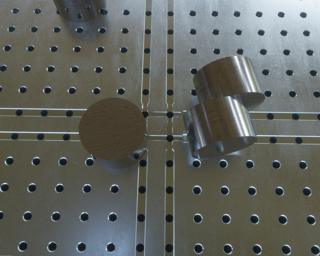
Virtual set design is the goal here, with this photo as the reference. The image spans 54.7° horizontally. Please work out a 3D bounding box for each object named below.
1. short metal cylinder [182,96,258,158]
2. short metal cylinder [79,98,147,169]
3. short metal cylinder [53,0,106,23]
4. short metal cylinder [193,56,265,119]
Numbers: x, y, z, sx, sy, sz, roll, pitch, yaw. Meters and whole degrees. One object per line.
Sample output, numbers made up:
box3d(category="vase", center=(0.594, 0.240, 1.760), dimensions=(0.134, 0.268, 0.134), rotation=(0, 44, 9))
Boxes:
box3d(category="short metal cylinder", center=(0.073, 0.001, 0.382), dimensions=(0.081, 0.080, 0.050), rotation=(-11, 71, -4))
box3d(category="short metal cylinder", center=(-0.057, 0.008, 0.395), dimensions=(0.081, 0.050, 0.080), rotation=(0, 70, 0))
box3d(category="short metal cylinder", center=(-0.126, -0.211, 0.474), dimensions=(0.081, 0.050, 0.080), rotation=(0, 70, 0))
box3d(category="short metal cylinder", center=(0.088, -0.049, 0.401), dimensions=(0.081, 0.080, 0.050), rotation=(-11, 71, -4))
